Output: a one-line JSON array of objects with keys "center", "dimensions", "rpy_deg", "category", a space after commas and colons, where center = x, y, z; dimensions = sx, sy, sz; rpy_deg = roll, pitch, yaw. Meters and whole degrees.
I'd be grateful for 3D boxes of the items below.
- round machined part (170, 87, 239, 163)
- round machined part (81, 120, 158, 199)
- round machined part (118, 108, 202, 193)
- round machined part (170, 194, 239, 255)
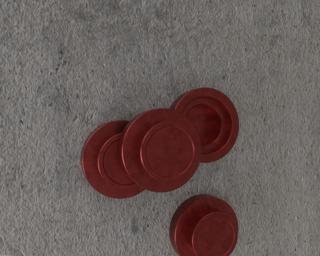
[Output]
[{"center": [0.053, -0.004, 0.419], "dimensions": [0.099, 0.042, 0.097], "rpy_deg": [0, 90, -20], "category": "round machined part"}, {"center": [-0.046, 0.039, 0.383], "dimensions": [0.099, 0.042, 0.097], "rpy_deg": [0, 90, -20], "category": "round machined part"}, {"center": [0.005, 0.026, 0.357], "dimensions": [0.099, 0.042, 0.097], "rpy_deg": [0, 90, -20], "category": "round machined part"}, {"center": [0.066, 0.144, 0.425], "dimensions": [0.099, 0.042, 0.097], "rpy_deg": [0, 90, -20], "category": "round machined part"}]
